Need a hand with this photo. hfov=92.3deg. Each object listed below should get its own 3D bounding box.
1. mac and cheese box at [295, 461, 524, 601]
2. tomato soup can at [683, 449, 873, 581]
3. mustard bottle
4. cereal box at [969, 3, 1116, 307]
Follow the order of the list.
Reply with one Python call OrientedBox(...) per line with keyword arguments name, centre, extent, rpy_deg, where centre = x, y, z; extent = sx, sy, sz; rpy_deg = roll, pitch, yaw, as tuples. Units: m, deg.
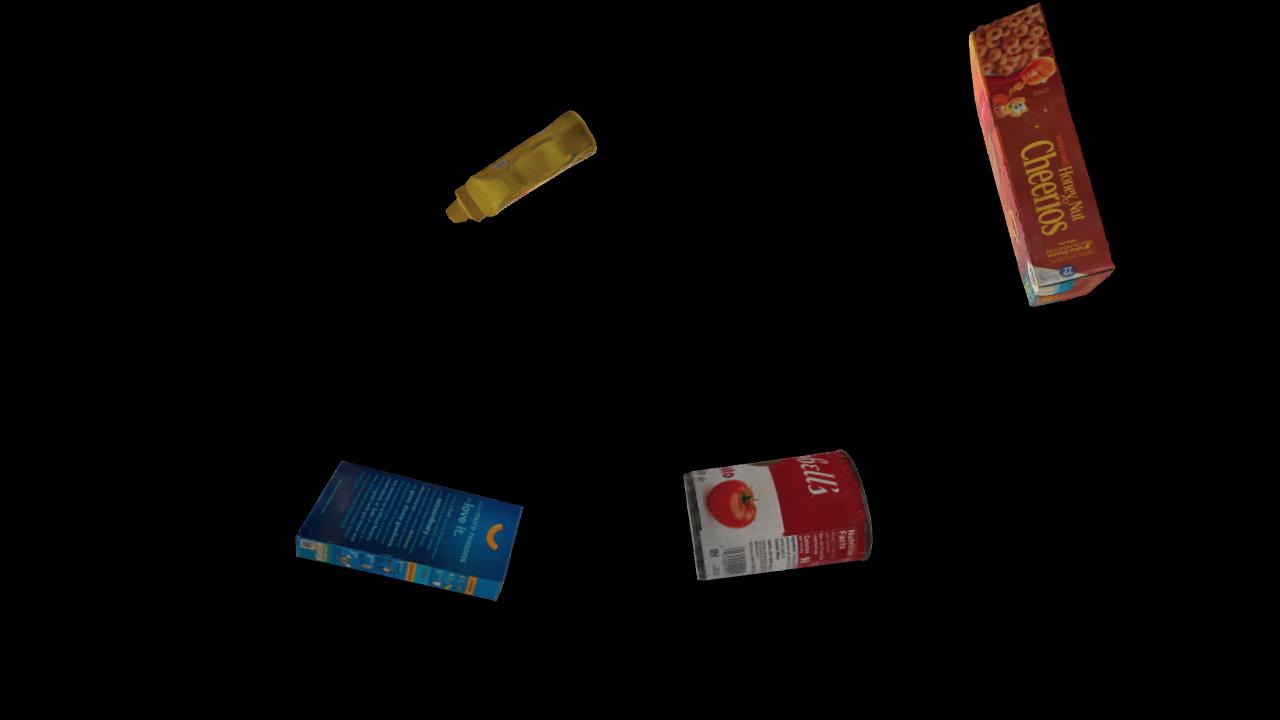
OrientedBox(name="mac and cheese box", centre=(-0.214, 0.163, 0.591), extent=(0.184, 0.041, 0.093), rpy_deg=(17, 35, -9))
OrientedBox(name="tomato soup can", centre=(0.080, 0.095, 0.378), extent=(0.101, 0.068, 0.068), rpy_deg=(-9, 0, 2))
OrientedBox(name="mustard bottle", centre=(-0.139, -0.211, 0.696), extent=(0.184, 0.054, 0.092), rpy_deg=(-33, 29, 0))
OrientedBox(name="cereal box", centre=(0.471, -0.225, 0.735), extent=(0.081, 0.306, 0.203), rpy_deg=(-13, -7, 30))
